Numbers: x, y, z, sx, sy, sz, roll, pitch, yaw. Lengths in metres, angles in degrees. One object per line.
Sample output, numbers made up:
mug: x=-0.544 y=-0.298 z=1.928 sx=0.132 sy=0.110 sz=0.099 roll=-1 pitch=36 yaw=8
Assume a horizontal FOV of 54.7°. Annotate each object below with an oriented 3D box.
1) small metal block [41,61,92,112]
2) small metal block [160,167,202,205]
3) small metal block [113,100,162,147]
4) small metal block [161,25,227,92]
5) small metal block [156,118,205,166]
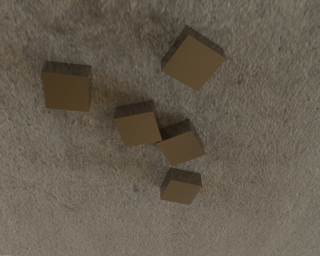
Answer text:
small metal block: x=-0.108 y=-0.048 z=0.365 sx=0.050 sy=0.025 sz=0.050 roll=6 pitch=130 yaw=-6
small metal block: x=0.032 y=0.092 z=0.486 sx=0.050 sy=0.025 sz=0.050 roll=13 pitch=129 yaw=-12
small metal block: x=-0.027 y=-0.005 z=0.403 sx=0.050 sy=0.025 sz=0.050 roll=-10 pitch=129 yaw=8
small metal block: x=0.036 y=-0.076 z=0.343 sx=0.050 sy=0.025 sz=0.050 roll=26 pitch=125 yaw=-21
small metal block: x=0.028 y=0.021 z=0.425 sx=0.050 sy=0.025 sz=0.050 roll=-21 pitch=128 yaw=16
